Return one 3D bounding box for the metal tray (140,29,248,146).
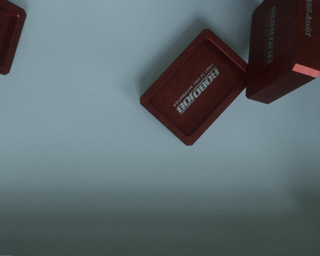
[{"bbox_3d":[0.048,-0.052,0.408,0.090,0.030,0.130,43,90,0],"label":"metal tray"}]

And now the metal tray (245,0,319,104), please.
[{"bbox_3d":[0.140,-0.103,0.359,0.030,0.090,0.130,14,71,-13],"label":"metal tray"}]

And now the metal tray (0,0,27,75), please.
[{"bbox_3d":[-0.230,-0.123,0.358,0.030,0.131,0.090,17,90,30],"label":"metal tray"}]
